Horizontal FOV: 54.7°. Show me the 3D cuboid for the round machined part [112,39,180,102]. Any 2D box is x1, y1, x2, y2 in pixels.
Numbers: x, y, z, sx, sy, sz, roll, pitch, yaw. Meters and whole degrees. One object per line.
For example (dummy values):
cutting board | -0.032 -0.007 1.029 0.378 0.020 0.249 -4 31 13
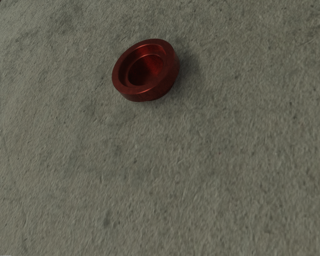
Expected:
round machined part | -0.017 -0.078 0.448 0.098 0.042 0.098 -13 56 20
